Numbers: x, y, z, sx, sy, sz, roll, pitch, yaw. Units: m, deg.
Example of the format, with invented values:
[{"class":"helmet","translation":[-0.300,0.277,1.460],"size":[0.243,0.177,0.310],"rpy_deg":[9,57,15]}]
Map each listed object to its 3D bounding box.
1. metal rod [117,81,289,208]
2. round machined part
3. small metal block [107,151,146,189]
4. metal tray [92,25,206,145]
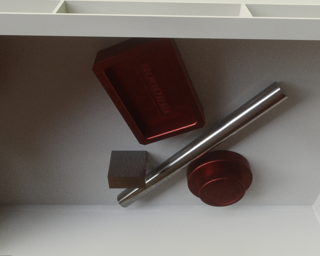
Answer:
[{"class":"metal rod","translation":[0.043,0.036,0.440],"size":[0.025,0.025,0.299],"rpy_deg":[36,121,-27]},{"class":"round machined part","translation":[0.091,0.083,0.470],"size":[0.099,0.042,0.097],"rpy_deg":[-1,130,0]},{"class":"small metal block","translation":[-0.045,0.059,0.442],"size":[0.050,0.050,0.025],"rpy_deg":[0,130,-1]},{"class":"metal tray","translation":[-0.008,-0.043,0.368],"size":[0.090,0.030,0.130],"rpy_deg":[-18,128,14]}]
